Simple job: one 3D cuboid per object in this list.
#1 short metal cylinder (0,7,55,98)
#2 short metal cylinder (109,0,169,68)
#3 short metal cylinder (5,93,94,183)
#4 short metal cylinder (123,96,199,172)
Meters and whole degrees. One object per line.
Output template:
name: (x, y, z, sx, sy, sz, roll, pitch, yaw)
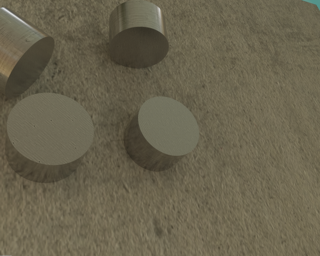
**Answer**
short metal cylinder: (-0.159, -0.079, 0.331, 0.050, 0.080, 0.080, 35, 51, -6)
short metal cylinder: (-0.030, -0.129, 0.432, 0.081, 0.080, 0.050, 8, 58, -25)
short metal cylinder: (-0.115, 0.011, 0.320, 0.081, 0.050, 0.080, 14, 56, -21)
short metal cylinder: (0.001, 0.008, 0.385, 0.081, 0.050, 0.080, 14, 56, -21)
